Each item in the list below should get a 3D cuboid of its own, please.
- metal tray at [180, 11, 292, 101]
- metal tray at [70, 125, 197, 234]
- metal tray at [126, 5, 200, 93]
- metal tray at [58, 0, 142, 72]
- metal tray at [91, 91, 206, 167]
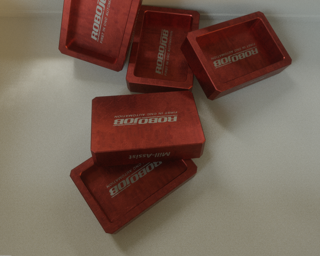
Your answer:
[{"bbox_3d":[0.105,-0.102,0.426,0.131,0.030,0.090,-23,79,-20],"label":"metal tray"},{"bbox_3d":[-0.031,0.057,0.385,0.131,0.030,0.090,-34,74,-12],"label":"metal tray"},{"bbox_3d":[0.006,-0.112,0.447,0.091,0.030,0.130,7,70,2],"label":"metal tray"},{"bbox_3d":[-0.076,-0.147,0.402,0.091,0.129,0.030,18,37,-5],"label":"metal tray"},{"bbox_3d":[-0.017,-0.002,0.386,0.131,0.030,0.090,-4,50,-6],"label":"metal tray"}]
